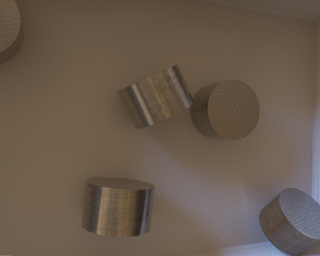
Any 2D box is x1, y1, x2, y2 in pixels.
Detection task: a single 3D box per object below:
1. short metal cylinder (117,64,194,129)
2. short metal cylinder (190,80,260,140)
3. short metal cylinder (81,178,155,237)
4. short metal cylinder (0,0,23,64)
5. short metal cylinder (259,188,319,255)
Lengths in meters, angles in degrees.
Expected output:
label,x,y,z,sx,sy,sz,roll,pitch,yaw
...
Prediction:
label,x,y,z,sx,sy,sz,roll,pitch,yaw
short metal cylinder,-0.005,-0.039,0.380,0.081,0.080,0.050,-28,100,-18
short metal cylinder,0.090,-0.024,0.432,0.081,0.050,0.079,0,90,-21
short metal cylinder,-0.049,0.090,0.364,0.081,0.080,0.050,7,88,-20
short metal cylinder,-0.190,-0.110,0.327,0.081,0.050,0.079,0,90,-21
short metal cylinder,0.194,0.135,0.449,0.081,0.050,0.080,16,41,-14
